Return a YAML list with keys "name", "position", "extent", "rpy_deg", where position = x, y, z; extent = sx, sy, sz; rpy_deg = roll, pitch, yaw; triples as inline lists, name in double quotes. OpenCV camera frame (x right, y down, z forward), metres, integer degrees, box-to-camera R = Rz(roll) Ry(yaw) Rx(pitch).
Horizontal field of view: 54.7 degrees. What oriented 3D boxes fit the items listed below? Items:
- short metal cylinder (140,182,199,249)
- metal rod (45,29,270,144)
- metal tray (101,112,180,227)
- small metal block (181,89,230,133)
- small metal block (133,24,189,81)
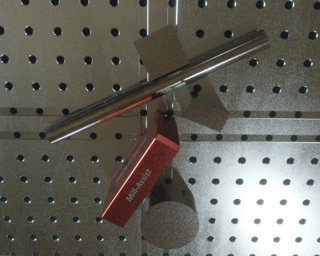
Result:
- name: "short metal cylinder"
  position: [0.013, 0.125, 0.446]
  extent: [0.081, 0.050, 0.079]
  rpy_deg: [0, 110, 0]
- name: "metal rod"
  position: [-0.010, -0.049, 0.395]
  extent: [0.301, 0.025, 0.025]
  rpy_deg: [-23, 109, 8]
- name: "metal tray"
  position: [-0.025, 0.050, 0.396]
  extent: [0.030, 0.090, 0.129]
  rpy_deg: [31, 107, -11]
- name: "small metal block"
  position: [0.055, -0.023, 0.392]
  extent: [0.050, 0.050, 0.025]
  rpy_deg: [22, 109, -8]
- name: "small metal block"
  position: [0.002, -0.093, 0.379]
  extent: [0.050, 0.025, 0.050]
  rpy_deg: [-24, 108, 8]
